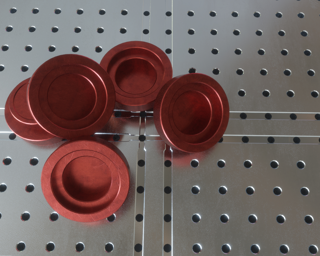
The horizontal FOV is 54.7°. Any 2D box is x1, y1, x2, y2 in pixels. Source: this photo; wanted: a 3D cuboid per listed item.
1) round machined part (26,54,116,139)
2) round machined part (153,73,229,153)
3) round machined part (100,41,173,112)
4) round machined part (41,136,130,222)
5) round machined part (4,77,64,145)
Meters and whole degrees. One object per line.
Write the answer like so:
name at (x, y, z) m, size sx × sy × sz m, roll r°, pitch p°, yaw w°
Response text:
round machined part at (-0.107, -0.037, 0.372) m, size 0.099 × 0.042 × 0.097 m, roll -3°, pitch 96°, yaw -27°
round machined part at (0.036, -0.019, 0.395) m, size 0.099 × 0.042 × 0.097 m, roll -2°, pitch 95°, yaw -25°
round machined part at (-0.032, -0.067, 0.427) m, size 0.099 × 0.042 × 0.098 m, roll 0°, pitch 70°, yaw -1°
round machined part at (-0.084, 0.057, 0.366) m, size 0.099 × 0.042 × 0.097 m, roll -1°, pitch 101°, yaw -4°
round machined part at (-0.157, -0.030, 0.412) m, size 0.099 × 0.042 × 0.098 m, roll 0°, pitch 70°, yaw -1°
